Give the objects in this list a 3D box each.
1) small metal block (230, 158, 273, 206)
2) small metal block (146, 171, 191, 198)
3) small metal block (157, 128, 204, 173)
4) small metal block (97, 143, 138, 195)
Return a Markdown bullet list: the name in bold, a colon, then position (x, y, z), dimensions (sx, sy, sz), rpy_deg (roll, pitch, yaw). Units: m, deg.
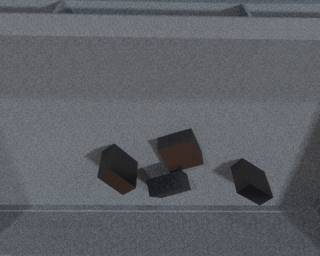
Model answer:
- **small metal block**: position (0.137, 0.080, 0.463), dimensions (0.050, 0.050, 0.025), rpy_deg (31, 124, -24)
- **small metal block**: position (0.014, 0.086, 0.468), dimensions (0.050, 0.025, 0.050), rpy_deg (-19, 160, 15)
- **small metal block**: position (0.029, 0.033, 0.438), dimensions (0.050, 0.025, 0.050), rpy_deg (-17, 128, 13)
- **small metal block**: position (-0.059, 0.059, 0.442), dimensions (0.025, 0.050, 0.050), rpy_deg (-32, 124, 24)
